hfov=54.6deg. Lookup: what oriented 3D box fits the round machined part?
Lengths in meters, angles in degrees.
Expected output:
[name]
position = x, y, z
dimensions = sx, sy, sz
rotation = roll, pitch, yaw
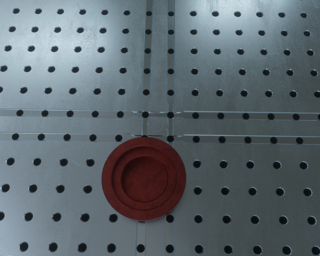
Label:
[round machined part]
position = -0.019, 0.063, 0.380
dimensions = 0.099, 0.042, 0.098
rotation = 0, 70, 0
